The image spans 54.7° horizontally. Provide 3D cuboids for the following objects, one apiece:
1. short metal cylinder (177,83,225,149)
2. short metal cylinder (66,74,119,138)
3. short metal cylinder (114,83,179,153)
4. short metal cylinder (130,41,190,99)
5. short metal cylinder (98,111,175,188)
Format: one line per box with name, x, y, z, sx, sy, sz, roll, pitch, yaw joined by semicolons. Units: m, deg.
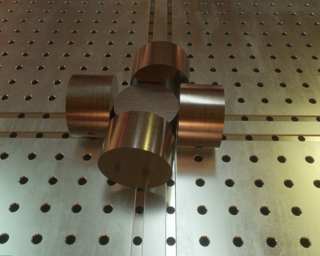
short metal cylinder;0.048;-0.015;0.385;0.050;0.080;0.080;3;50;2
short metal cylinder;-0.083;-0.028;0.394;0.050;0.080;0.080;2;50;0
short metal cylinder;-0.017;-0.013;0.403;0.081;0.050;0.080;1;50;-1
short metal cylinder;0.001;-0.073;0.433;0.080;0.080;0.050;2;50;2
short metal cylinder;-0.024;0.026;0.348;0.080;0.080;0.050;5;50;4
